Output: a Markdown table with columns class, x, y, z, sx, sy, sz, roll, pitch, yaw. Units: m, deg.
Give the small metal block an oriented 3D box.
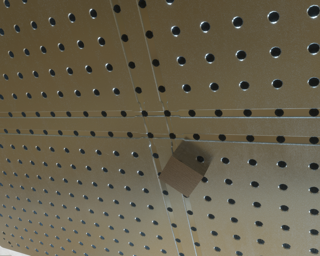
| class | x | y | z | sx | sy | sz | roll | pitch | yaw |
| --- | --- | --- | --- | --- | --- | --- | --- | --- | --- |
| small metal block | 0.032 | 0.061 | 0.432 | 0.050 | 0.025 | 0.050 | 33 | 129 | 7 |
